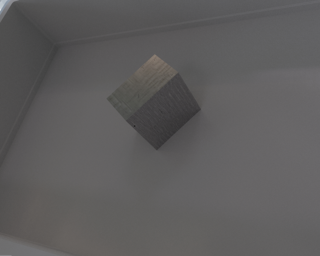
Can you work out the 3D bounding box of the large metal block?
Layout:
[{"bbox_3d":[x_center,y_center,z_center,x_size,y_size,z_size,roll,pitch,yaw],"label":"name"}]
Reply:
[{"bbox_3d":[-0.005,-0.030,0.393,0.080,0.080,0.050,-43,51,-1],"label":"large metal block"}]
